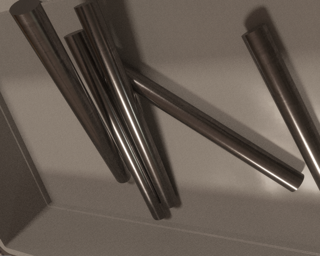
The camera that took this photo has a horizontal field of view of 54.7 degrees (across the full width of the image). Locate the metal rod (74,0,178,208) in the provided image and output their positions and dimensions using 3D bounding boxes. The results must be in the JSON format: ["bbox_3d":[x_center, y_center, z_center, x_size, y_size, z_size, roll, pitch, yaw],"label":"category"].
[{"bbox_3d":[-0.031,-0.008,0.393,0.025,0.025,0.299,-2,126,29],"label":"metal rod"}]

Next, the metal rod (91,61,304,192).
[{"bbox_3d":[0.035,-0.016,0.379,0.301,0.025,0.025,33,128,6],"label":"metal rod"}]

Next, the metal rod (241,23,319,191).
[{"bbox_3d":[0.168,0.028,0.336,0.025,0.025,0.299,-22,107,36],"label":"metal rod"}]

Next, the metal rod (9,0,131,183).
[{"bbox_3d":[-0.083,-0.011,0.367,0.025,0.025,0.299,13,148,21],"label":"metal rod"}]

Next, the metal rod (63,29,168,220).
[{"bbox_3d":[-0.049,0.015,0.422,0.025,0.025,0.299,-4,123,30],"label":"metal rod"}]
